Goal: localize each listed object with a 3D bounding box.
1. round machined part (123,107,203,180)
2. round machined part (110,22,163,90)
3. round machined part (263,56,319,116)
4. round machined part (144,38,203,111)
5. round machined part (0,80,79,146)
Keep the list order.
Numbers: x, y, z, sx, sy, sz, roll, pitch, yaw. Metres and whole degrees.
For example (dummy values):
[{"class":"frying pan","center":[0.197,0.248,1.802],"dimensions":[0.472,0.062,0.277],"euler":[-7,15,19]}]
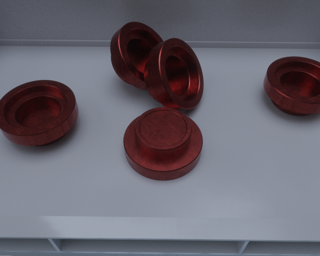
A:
[{"class":"round machined part","center":[0.004,0.012,0.384],"dimensions":[0.099,0.042,0.098],"euler":[0,50,0]},{"class":"round machined part","center":[-0.032,-0.102,0.457],"dimensions":[0.099,0.042,0.098],"euler":[18,62,-39]},{"class":"round machined part","center":[0.197,-0.055,0.442],"dimensions":[0.099,0.042,0.098],"euler":[0,50,0]},{"class":"round machined part","center":[0.016,-0.071,0.430],"dimensions":[0.042,0.098,0.098],"euler":[-10,39,40]},{"class":"round machined part","center":[-0.156,-0.015,0.406],"dimensions":[0.099,0.042,0.098],"euler":[0,50,0]}]
